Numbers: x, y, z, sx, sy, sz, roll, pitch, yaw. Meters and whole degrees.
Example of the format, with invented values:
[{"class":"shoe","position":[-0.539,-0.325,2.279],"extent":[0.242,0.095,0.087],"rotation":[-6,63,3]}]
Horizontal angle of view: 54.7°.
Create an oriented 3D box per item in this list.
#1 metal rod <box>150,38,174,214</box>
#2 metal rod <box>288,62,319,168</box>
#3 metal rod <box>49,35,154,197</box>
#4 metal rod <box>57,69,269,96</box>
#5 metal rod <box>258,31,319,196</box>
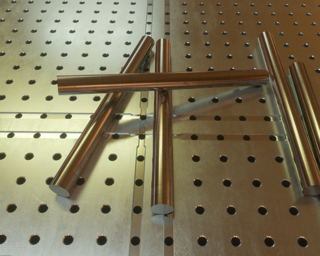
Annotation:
[{"class":"metal rod","position":[0.004,-0.027,0.430],"extent":[0.025,0.025,0.300],"rotation":[1,50,0]},{"class":"metal rod","position":[0.205,0.019,0.393],"extent":[0.025,0.025,0.300],"rotation":[4,50,2]},{"class":"metal rod","position":[-0.067,-0.039,0.439],"extent":[0.025,0.025,0.300],"rotation":[14,51,11]},{"class":"metal rod","position":[0.016,-0.065,0.430],"extent":[0.303,0.025,0.025],"rotation":[-5,50,-17]},{"class":"metal rod","position":[0.179,-0.044,0.446],"extent":[0.025,0.025,0.300],"rotation":[2,50,1]}]
